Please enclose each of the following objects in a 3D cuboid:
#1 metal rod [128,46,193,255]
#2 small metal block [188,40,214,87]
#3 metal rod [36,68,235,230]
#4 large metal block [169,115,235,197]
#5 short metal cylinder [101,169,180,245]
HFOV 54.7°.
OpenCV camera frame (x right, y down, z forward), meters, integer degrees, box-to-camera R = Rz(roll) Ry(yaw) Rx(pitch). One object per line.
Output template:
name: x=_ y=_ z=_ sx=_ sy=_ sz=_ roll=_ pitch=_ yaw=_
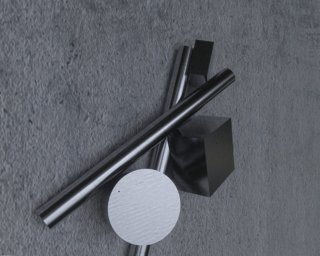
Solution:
metal rod: x=0.003 y=0.033 z=0.408 sx=0.025 sy=0.025 sz=0.299 roll=22 pitch=76 yaw=-38
small metal block: x=0.059 y=-0.089 z=0.439 sx=0.050 sy=0.025 sz=0.050 roll=56 pitch=46 yaw=-74
metal rod: x=-0.010 y=0.009 z=0.375 sx=0.302 sy=0.025 sz=0.025 roll=-38 pitch=114 yaw=-26
large metal block: x=0.060 y=0.034 z=0.420 sx=0.081 sy=0.050 sz=0.079 roll=-31 pitch=119 yaw=-49
short metal cylinder: x=-0.024 y=0.086 z=0.354 sx=0.081 sy=0.050 sz=0.080 roll=2 pitch=83 yaw=-19
